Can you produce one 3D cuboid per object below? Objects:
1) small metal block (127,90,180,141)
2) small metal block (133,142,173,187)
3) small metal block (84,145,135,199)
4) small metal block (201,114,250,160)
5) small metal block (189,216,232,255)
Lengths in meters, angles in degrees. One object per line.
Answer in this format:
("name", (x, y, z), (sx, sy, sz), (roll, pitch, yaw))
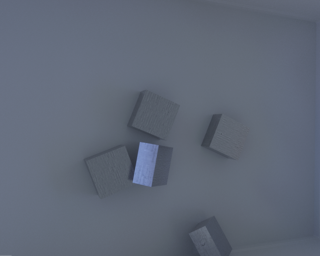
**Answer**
("small metal block", (-0.008, -0.016, 0.407), (0.050, 0.025, 0.050), (23, 82, -19))
("small metal block", (-0.008, 0.046, 0.392), (0.025, 0.050, 0.050), (9, 86, 23))
("small metal block", (-0.061, 0.054, 0.388), (0.050, 0.025, 0.050), (-22, 97, -19))
("small metal block", (0.094, 0.013, 0.445), (0.050, 0.025, 0.050), (25, 82, -18))
("small metal block", (0.068, 0.151, 0.413), (0.025, 0.050, 0.050), (-32, 78, 19))
